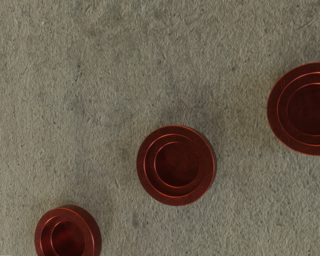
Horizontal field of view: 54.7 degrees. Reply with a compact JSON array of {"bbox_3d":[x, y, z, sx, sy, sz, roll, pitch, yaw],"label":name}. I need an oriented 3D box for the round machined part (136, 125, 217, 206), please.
[{"bbox_3d":[0.023,0.045,0.392,0.098,0.042,0.097,0,90,20],"label":"round machined part"}]

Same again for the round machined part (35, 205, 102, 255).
[{"bbox_3d":[-0.126,0.159,0.444,0.098,0.042,0.097,0,90,20],"label":"round machined part"}]

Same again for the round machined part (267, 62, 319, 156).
[{"bbox_3d":[0.170,-0.020,0.340,0.098,0.042,0.097,0,90,20],"label":"round machined part"}]
